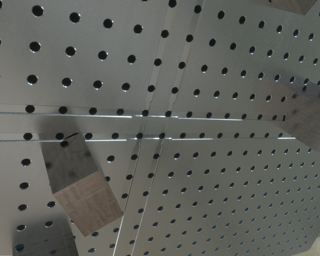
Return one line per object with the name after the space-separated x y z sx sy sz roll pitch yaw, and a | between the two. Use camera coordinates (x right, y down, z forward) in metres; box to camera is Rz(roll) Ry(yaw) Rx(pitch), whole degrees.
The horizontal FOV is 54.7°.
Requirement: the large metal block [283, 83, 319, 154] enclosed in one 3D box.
0.257 -0.018 0.509 0.050 0.080 0.079 -16 125 -20 | large metal block

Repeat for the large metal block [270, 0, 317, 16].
0.164 -0.196 0.366 0.080 0.050 0.080 33 100 -39 | large metal block

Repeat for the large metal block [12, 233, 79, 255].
-0.157 0.207 0.438 0.081 0.050 0.079 -10 123 -24 | large metal block

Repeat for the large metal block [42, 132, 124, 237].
-0.092 0.065 0.367 0.050 0.080 0.080 -27 128 -12 | large metal block
